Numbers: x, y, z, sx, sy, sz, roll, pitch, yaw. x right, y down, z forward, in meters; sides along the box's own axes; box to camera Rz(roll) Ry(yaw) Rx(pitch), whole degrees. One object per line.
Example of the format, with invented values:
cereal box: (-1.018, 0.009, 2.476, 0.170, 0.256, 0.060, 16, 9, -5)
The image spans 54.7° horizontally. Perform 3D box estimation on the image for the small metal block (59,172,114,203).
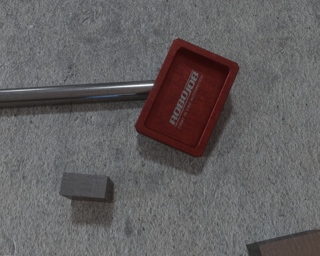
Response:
small metal block: (-0.085, 0.072, 0.368, 0.050, 0.050, 0.025, 5, 70, 1)

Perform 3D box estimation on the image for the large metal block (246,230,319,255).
large metal block: (0.151, 0.161, 0.338, 0.081, 0.050, 0.080, -11, 71, -5)

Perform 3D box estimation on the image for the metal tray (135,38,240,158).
metal tray: (0.034, -0.038, 0.398, 0.090, 0.030, 0.130, 24, 85, 1)

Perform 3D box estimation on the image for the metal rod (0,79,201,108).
metal rod: (-0.095, -0.048, 0.424, 0.302, 0.025, 0.025, -4, 70, -2)
